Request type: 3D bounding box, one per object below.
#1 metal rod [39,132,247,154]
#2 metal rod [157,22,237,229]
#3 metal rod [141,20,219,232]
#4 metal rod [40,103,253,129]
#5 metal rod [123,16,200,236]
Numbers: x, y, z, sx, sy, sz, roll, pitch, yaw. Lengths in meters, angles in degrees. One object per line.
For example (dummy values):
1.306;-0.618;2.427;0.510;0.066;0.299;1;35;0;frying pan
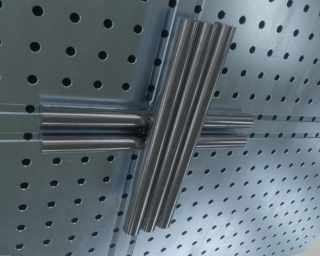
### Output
-0.002;0.018;0.423;0.303;0.025;0.025;1;118;-29;metal rod
0.039;0.014;0.411;0.025;0.025;0.298;1;118;-29;metal rod
0.017;0.016;0.400;0.025;0.025;0.298;1;118;-29;metal rod
0.004;-0.013;0.407;0.303;0.025;0.025;1;118;-29;metal rod
-0.006;0.016;0.387;0.025;0.025;0.298;1;118;-29;metal rod
